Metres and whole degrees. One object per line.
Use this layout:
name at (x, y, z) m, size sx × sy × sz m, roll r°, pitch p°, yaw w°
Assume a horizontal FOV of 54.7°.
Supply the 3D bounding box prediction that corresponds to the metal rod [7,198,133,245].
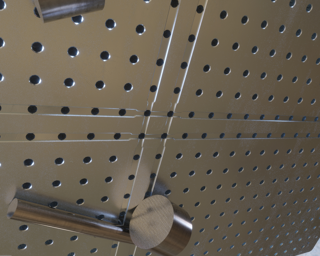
metal rod at (-0.074, 0.155, 0.466) m, size 0.301 × 0.025 × 0.025 m, roll 29°, pitch 102°, yaw -38°

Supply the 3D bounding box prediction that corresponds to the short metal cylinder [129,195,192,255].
short metal cylinder at (0.001, 0.148, 0.468) m, size 0.080 × 0.080 × 0.050 m, roll -45°, pitch 129°, yaw 3°

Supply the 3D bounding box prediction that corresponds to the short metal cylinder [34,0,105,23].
short metal cylinder at (-0.083, -0.131, 0.249) m, size 0.050 × 0.080 × 0.080 m, roll -20°, pitch 126°, yaw -16°
